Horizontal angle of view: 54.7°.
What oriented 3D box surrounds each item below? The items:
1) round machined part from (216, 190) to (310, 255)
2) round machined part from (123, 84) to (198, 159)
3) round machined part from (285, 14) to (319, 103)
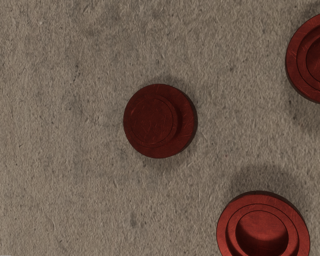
[{"bbox_3d":[0.118,0.121,0.358,0.098,0.042,0.097,0,90,19],"label":"round machined part"},{"bbox_3d":[-0.004,-0.009,0.401,0.098,0.042,0.097,0,90,19],"label":"round machined part"},{"bbox_3d":[0.188,-0.073,0.334,0.098,0.042,0.097,0,90,19],"label":"round machined part"}]
